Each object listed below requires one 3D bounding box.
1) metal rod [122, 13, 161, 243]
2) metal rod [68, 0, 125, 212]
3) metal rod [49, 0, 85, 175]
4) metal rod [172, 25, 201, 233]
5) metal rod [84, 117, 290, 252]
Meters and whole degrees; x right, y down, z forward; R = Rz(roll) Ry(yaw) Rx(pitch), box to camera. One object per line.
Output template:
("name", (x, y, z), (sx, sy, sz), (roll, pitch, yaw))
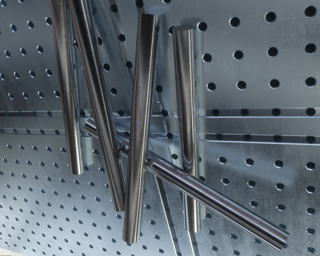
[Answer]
("metal rod", (-0.026, 0.015, 0.389), (0.025, 0.025, 0.298), (13, 111, 20))
("metal rod", (-0.076, -0.028, 0.400), (0.025, 0.025, 0.298), (0, 109, 28))
("metal rod", (-0.130, -0.053, 0.444), (0.025, 0.025, 0.298), (17, 125, 18))
("metal rod", (0.038, 0.022, 0.403), (0.025, 0.025, 0.298), (8, 122, 23))
("metal rod", (0.019, 0.062, 0.407), (0.300, 0.025, 0.025), (29, 129, 21))
